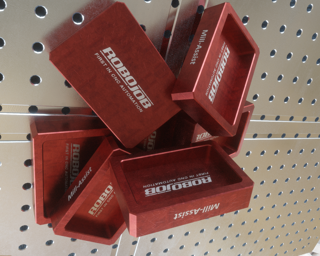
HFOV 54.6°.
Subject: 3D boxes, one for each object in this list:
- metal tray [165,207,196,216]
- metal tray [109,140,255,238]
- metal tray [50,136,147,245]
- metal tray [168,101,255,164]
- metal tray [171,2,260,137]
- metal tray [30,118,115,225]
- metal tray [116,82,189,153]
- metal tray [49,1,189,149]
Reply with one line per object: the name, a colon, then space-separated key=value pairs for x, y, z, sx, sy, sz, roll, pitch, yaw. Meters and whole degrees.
metal tray: x=0.040 y=0.098 z=0.447 sx=0.090 sy=0.030 sz=0.130 roll=-26 pitch=161 yaw=-12
metal tray: x=0.020 y=0.057 z=0.331 sx=0.131 sy=0.090 sz=0.030 roll=-9 pitch=122 yaw=-19
metal tray: x=-0.062 y=0.082 z=0.385 sx=0.090 sy=0.030 sz=0.130 roll=30 pitch=102 yaw=-38
metal tray: x=0.072 y=0.011 z=0.430 sx=0.131 sy=0.030 sz=0.089 roll=-16 pitch=127 yaw=-40
metal tray: x=0.070 y=-0.066 z=0.361 sx=0.090 sy=0.030 sz=0.130 roll=38 pitch=64 yaw=-38
metal tray: x=-0.108 y=0.053 z=0.382 sx=0.091 sy=0.030 sz=0.129 roll=-5 pitch=120 yaw=-27
metal tray: x=-0.011 y=0.007 z=0.405 sx=0.091 sy=0.030 sz=0.129 roll=-6 pitch=119 yaw=-28
metal tray: x=-0.039 y=-0.053 z=0.331 sx=0.090 sy=0.030 sz=0.130 roll=-39 pitch=114 yaw=-2
